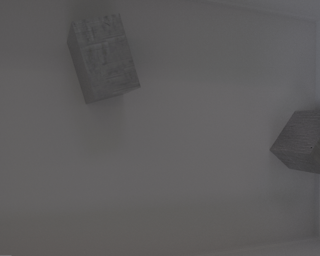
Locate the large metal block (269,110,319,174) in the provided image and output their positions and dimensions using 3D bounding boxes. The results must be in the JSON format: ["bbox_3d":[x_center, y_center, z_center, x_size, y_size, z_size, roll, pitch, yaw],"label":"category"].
[{"bbox_3d":[0.228,0.019,0.465,0.050,0.080,0.080,41,77,-16],"label":"large metal block"}]

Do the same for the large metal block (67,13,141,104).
[{"bbox_3d":[-0.068,-0.075,0.356,0.050,0.080,0.080,-18,96,-19],"label":"large metal block"}]
